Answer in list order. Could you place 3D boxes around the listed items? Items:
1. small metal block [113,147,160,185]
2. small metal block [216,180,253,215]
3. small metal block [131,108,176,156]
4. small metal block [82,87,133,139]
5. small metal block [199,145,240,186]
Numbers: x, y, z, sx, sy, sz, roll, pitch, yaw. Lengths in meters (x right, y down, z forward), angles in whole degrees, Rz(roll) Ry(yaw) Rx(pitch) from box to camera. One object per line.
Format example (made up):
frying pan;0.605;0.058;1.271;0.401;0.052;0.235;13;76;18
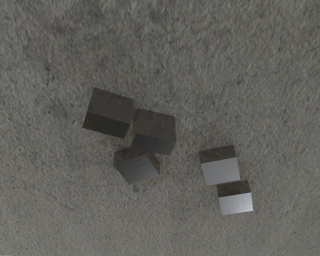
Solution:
small metal block;-0.033;0.052;0.451;0.050;0.025;0.050;-19;128;15
small metal block;0.123;0.115;0.507;0.050;0.025;0.050;-11;130;9
small metal block;-0.008;0.004;0.395;0.050;0.050;0.025;13;129;-11
small metal block;-0.062;-0.018;0.374;0.050;0.050;0.025;16;128;-14
small metal block;0.088;0.055;0.456;0.050;0.025;0.050;-12;129;9
